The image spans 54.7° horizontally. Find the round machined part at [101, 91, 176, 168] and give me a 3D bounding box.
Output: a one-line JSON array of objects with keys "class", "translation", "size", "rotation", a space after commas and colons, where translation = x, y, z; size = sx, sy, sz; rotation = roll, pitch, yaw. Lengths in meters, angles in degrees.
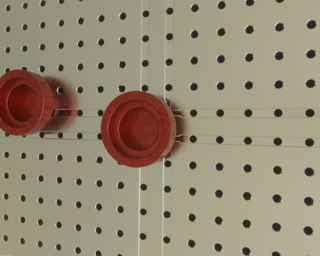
[{"class": "round machined part", "translation": [-0.025, 0.001, 0.412], "size": [0.098, 0.042, 0.097], "rotation": [0, 90, 19]}]

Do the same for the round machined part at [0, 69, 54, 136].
[{"class": "round machined part", "translation": [-0.204, -0.037, 0.473], "size": [0.098, 0.042, 0.097], "rotation": [0, 90, 19]}]
